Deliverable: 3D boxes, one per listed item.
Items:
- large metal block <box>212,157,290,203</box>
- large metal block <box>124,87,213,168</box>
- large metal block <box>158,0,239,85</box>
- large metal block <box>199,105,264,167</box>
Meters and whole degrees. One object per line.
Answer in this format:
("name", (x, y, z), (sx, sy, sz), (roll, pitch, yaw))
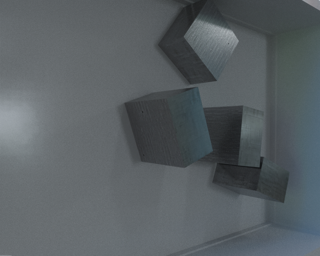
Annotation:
("large metal block", (0.145, 0.079, 0.492), (0.080, 0.080, 0.050), (27, 73, -37))
("large metal block", (0.010, -0.002, 0.379), (0.050, 0.080, 0.080), (-25, 106, -37))
("large metal block", (0.056, -0.120, 0.437), (0.080, 0.050, 0.080), (45, 63, -31))
("large metal block", (0.100, 0.012, 0.454), (0.050, 0.080, 0.080), (10, 84, -40))
